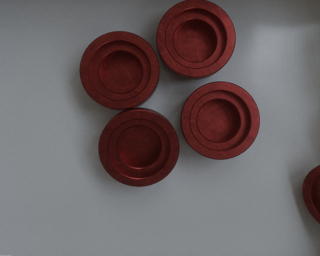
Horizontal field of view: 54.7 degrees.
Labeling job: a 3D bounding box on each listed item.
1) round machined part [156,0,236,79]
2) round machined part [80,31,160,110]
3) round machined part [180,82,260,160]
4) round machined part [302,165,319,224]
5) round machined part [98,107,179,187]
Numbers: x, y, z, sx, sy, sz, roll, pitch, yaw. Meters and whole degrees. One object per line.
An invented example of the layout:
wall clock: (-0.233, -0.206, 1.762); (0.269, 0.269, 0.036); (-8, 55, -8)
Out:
round machined part: (0.045, -0.112, 0.403); (0.099, 0.042, 0.097); (0, 90, -1)
round machined part: (-0.050, -0.071, 0.401); (0.099, 0.042, 0.097); (0, 88, 0)
round machined part: (0.075, -0.009, 0.404); (0.099, 0.042, 0.097); (0, 90, -1)
round machined part: (0.237, 0.085, 0.388); (0.042, 0.098, 0.097); (-17, 91, -36)
round machined part: (-0.027, 0.022, 0.396); (0.099, 0.042, 0.097); (-1, 102, -4)
